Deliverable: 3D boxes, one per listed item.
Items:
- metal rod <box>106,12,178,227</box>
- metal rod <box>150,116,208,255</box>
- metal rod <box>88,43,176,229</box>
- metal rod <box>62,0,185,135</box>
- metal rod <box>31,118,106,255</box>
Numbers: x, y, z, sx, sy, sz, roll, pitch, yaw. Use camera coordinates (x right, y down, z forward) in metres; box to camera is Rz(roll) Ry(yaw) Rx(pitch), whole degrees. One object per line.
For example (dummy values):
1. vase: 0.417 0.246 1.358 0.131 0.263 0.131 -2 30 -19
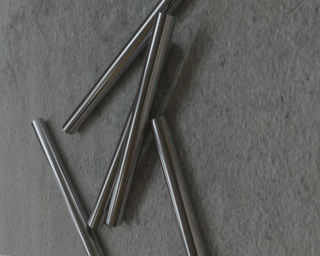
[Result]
1. metal rod: -0.030 0.004 0.408 0.025 0.025 0.298 31 115 35
2. metal rod: 0.038 0.129 0.372 0.025 0.025 0.299 -25 74 37
3. metal rod: -0.046 0.019 0.440 0.025 0.025 0.298 35 111 34
4. metal rod: -0.062 -0.087 0.453 0.299 0.025 0.025 -44 64 31
5. metal rod: -0.160 0.104 0.533 0.025 0.025 0.299 -47 62 29
